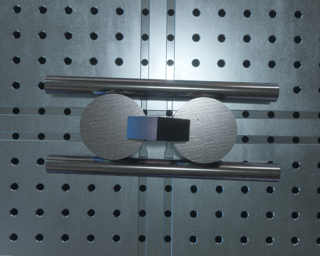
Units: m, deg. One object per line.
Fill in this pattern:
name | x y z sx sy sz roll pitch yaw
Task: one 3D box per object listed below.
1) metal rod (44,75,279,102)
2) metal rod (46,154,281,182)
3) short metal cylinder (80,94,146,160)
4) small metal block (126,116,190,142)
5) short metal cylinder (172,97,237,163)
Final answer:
metal rod | 0.003 -0.052 0.410 0.302 0.025 0.025 2 90 0
metal rod | 0.005 0.053 0.410 0.302 0.025 0.025 2 90 0
short metal cylinder | -0.056 -0.002 0.397 0.081 0.050 0.079 0 90 0
small metal block | -0.002 0.001 0.351 0.050 0.050 0.025 4 89 -43
short metal cylinder | 0.053 0.003 0.398 0.081 0.050 0.079 0 90 0
